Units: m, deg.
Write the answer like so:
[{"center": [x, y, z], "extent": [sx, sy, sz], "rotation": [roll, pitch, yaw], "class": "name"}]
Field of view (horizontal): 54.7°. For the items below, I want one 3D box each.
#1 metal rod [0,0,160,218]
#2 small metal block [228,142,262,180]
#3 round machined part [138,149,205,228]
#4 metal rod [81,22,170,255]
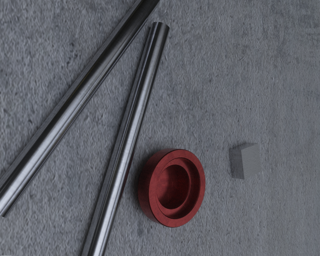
[{"center": [-0.080, -0.045, 0.336], "extent": [0.025, 0.025, 0.300], "rotation": [44, 63, -31], "class": "metal rod"}, {"center": [0.145, 0.055, 0.526], "extent": [0.050, 0.025, 0.050], "rotation": [-14, 99, -39], "class": "small metal block"}, {"center": [0.011, 0.075, 0.403], "extent": [0.099, 0.042, 0.097], "rotation": [0, 90, -40], "class": "round machined part"}, {"center": [-0.038, 0.009, 0.372], "extent": [0.025, 0.025, 0.299], "rotation": [25, 74, -37], "class": "metal rod"}]
